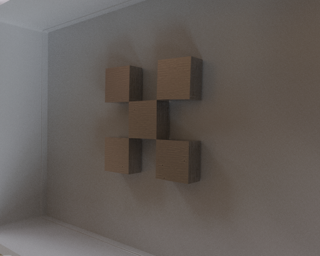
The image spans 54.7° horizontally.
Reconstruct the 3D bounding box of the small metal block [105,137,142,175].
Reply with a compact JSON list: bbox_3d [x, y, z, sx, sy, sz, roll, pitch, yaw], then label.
[{"bbox_3d":[-0.054,0.038,0.449,0.050,0.025,0.050,1,91,40],"label":"small metal block"}]

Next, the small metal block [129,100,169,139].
[{"bbox_3d":[-0.015,-0.011,0.417,0.050,0.025,0.050,1,91,40],"label":"small metal block"}]

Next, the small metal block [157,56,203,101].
[{"bbox_3d":[0.024,-0.060,0.384,0.050,0.025,0.050,3,92,40],"label":"small metal block"}]

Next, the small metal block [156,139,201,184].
[{"bbox_3d":[0.022,0.040,0.386,0.050,0.025,0.050,2,91,40],"label":"small metal block"}]

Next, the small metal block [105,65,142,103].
[{"bbox_3d":[-0.053,-0.062,0.448,0.050,0.025,0.050,2,92,40],"label":"small metal block"}]
